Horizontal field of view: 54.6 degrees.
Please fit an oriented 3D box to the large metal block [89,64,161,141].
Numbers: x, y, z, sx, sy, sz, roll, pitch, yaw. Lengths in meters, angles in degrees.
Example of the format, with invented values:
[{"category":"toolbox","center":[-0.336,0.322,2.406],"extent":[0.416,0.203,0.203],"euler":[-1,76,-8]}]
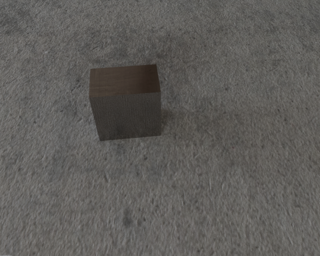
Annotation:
[{"category":"large metal block","center":[-0.042,-0.031,0.393],"extent":[0.080,0.080,0.050],"euler":[-5,50,-4]}]
